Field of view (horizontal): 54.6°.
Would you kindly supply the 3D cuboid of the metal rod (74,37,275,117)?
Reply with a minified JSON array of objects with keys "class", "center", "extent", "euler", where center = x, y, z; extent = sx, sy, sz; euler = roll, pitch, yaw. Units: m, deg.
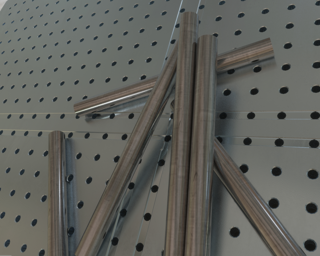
[{"class":"metal rod","center":[0.007,-0.067,0.446],"extent":[0.300,0.025,0.025],"euler":[-15,56,19]}]

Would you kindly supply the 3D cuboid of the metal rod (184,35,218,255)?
[{"class":"metal rod","center":[0.045,0.033,0.335],"extent":[0.025,0.025,0.299],"euler":[-4,69,26]}]

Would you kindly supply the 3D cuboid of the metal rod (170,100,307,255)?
[{"class":"metal rod","center":[0.086,0.067,0.322],"extent":[0.025,0.025,0.300],"euler":[-36,51,5]}]

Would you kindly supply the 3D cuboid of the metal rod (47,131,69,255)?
[{"class":"metal rod","center":[-0.131,0.129,0.399],"extent":[0.025,0.025,0.300],"euler":[-25,53,13]}]

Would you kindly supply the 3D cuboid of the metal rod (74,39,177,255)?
[{"class":"metal rod","center":[-0.028,0.018,0.394],"extent":[0.025,0.025,0.299],"euler":[16,76,34]}]

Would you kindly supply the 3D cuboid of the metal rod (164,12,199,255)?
[{"class":"metal rod","center":[0.027,-0.003,0.362],"extent":[0.025,0.025,0.299],"euler":[-4,70,26]}]
